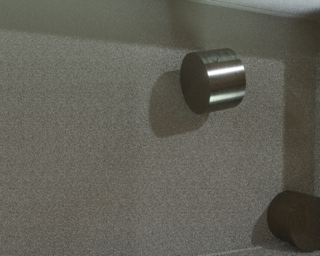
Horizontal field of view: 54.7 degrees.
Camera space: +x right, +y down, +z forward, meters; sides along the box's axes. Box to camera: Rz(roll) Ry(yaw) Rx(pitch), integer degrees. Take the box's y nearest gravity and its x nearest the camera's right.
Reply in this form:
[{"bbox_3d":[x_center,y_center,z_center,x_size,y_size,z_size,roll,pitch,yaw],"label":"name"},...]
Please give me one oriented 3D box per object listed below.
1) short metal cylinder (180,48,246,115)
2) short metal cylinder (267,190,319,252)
[{"bbox_3d":[0.067,-0.061,0.406,0.050,0.080,0.080,-12,94,-20],"label":"short metal cylinder"},{"bbox_3d":[0.214,0.140,0.476,0.081,0.050,0.080,0,90,-20],"label":"short metal cylinder"}]
